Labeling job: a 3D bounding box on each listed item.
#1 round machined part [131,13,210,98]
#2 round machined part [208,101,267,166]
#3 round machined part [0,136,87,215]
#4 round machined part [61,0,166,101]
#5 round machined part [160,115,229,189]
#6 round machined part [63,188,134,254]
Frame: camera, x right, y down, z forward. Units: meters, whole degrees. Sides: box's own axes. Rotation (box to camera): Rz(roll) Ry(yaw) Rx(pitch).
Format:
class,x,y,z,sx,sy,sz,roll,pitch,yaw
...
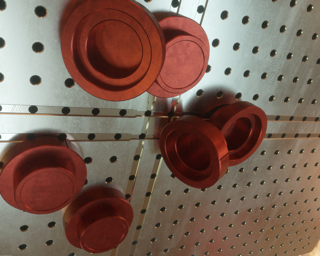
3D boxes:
class,x,y,z,sx,sy,sz,roll,pitch,yaw
round machined part,0.017,-0.079,0.360,0.099,0.042,0.097,-14,124,-21
round machined part,0.106,0.005,0.457,0.099,0.042,0.097,-17,125,-25
round machined part,-0.135,0.062,0.364,0.099,0.042,0.097,-14,124,-21
round machined part,-0.043,-0.079,0.308,0.098,0.042,0.097,3,114,7
round machined part,0.050,0.028,0.413,0.042,0.098,0.097,-30,133,-41
round machined part,-0.083,0.137,0.439,0.099,0.042,0.097,-14,124,-21
